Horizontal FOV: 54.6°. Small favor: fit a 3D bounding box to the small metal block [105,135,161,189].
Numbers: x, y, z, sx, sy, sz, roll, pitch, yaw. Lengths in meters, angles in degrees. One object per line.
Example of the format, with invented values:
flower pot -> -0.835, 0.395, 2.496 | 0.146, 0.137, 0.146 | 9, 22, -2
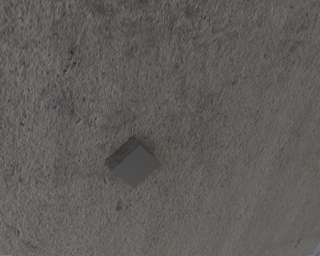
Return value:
small metal block -> -0.035, 0.046, 0.415 | 0.050, 0.025, 0.050 | -42, 129, 1
